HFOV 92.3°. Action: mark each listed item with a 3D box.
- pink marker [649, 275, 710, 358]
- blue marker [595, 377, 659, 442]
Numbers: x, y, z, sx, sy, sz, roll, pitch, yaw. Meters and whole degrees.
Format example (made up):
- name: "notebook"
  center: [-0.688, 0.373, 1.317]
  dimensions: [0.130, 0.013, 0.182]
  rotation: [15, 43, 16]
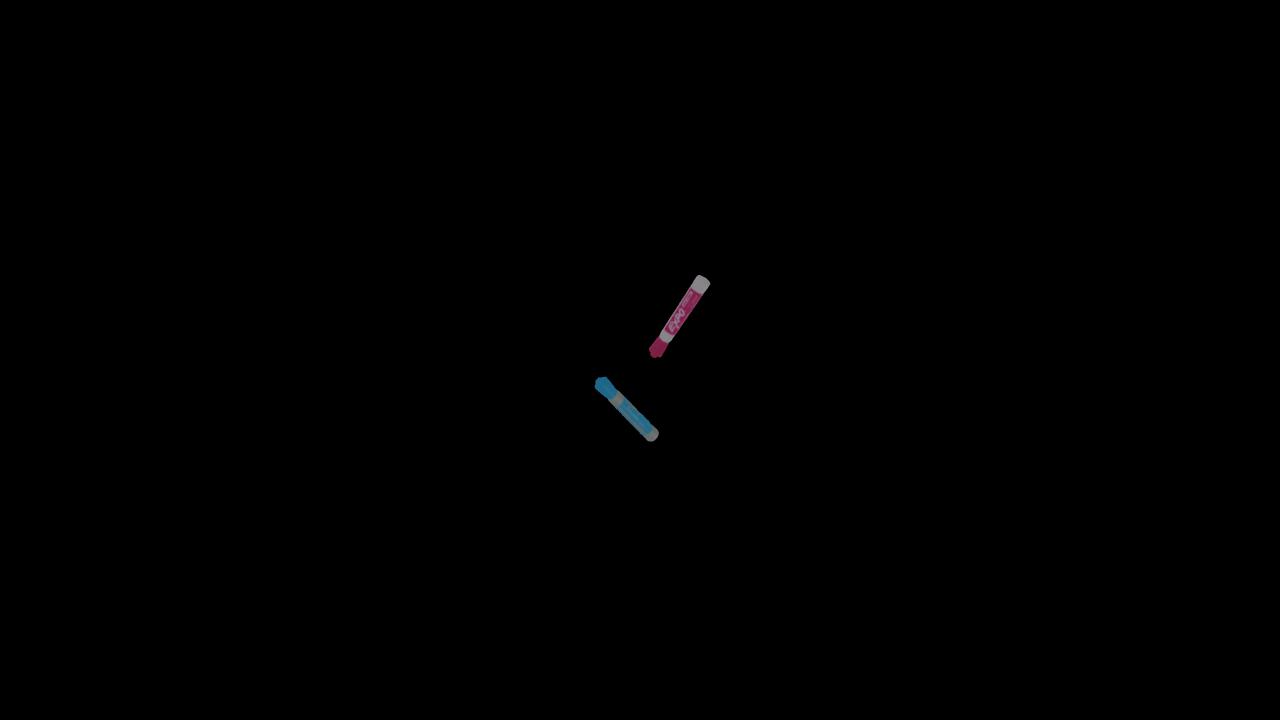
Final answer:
- name: "pink marker"
  center: [0.046, -0.050, 0.750]
  dimensions: [0.020, 0.121, 0.020]
  rotation: [25, 29, -15]
- name: "blue marker"
  center: [-0.016, 0.060, 0.751]
  dimensions: [0.020, 0.020, 0.121]
  rotation: [0, -37, 43]
